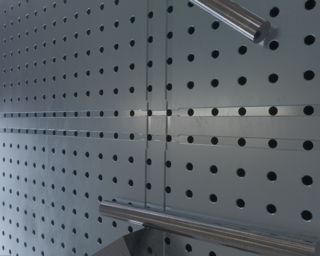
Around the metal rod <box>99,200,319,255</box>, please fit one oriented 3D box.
[{"bbox_3d":[0.031,0.121,0.383,0.300,0.025,0.025,-1,89,40],"label":"metal rod"}]

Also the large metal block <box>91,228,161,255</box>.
[{"bbox_3d":[-0.041,0.195,0.427,0.080,0.050,0.080,-40,66,32],"label":"large metal block"}]

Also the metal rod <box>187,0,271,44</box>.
[{"bbox_3d":[0.015,-0.192,0.396,0.300,0.025,0.025,46,117,30],"label":"metal rod"}]
